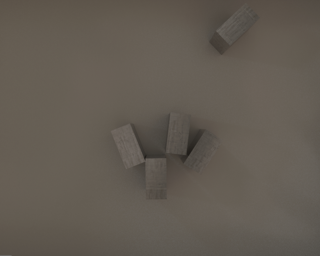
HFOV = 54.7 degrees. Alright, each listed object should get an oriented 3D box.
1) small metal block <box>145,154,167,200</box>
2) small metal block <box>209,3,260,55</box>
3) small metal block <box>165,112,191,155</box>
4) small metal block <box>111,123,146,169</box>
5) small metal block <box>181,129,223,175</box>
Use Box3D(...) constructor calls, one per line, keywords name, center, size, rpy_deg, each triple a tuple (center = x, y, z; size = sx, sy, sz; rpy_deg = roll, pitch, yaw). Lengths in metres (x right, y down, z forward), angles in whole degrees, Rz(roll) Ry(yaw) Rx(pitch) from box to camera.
Box3D(name="small metal block", center=(-0.005, 0.061, 0.399), size=(0.025, 0.050, 0.050), rpy_deg=(-1, 90, 0))
Box3D(name="small metal block", center=(0.094, -0.126, 0.400), size=(0.050, 0.050, 0.025), rpy_deg=(-43, 90, 0))
Box3D(name="small metal block", center=(0.022, 0.007, 0.399), size=(0.025, 0.050, 0.050), rpy_deg=(7, 90, 0))
Box3D(name="small metal block", center=(-0.039, 0.022, 0.398), size=(0.025, 0.050, 0.050), rpy_deg=(-22, 90, 0))
Box3D(name="small metal block", center=(0.053, 0.029, 0.400), size=(0.025, 0.050, 0.050), rpy_deg=(33, 90, 0))
